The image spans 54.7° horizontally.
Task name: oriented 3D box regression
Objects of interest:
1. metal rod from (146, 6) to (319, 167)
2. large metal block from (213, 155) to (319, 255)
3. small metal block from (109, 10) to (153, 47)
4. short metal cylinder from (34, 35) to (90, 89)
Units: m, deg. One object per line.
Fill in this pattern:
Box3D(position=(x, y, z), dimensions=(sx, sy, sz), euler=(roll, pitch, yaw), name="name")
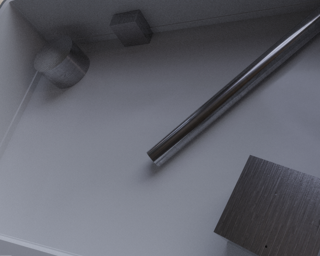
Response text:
Box3D(position=(0.106, -0.058, 0.384), dimensions=(0.300, 0.025, 0.025), euler=(-40, 51, 0), name="metal rod")
Box3D(position=(0.108, 0.081, 0.283), dimensions=(0.080, 0.050, 0.080), euler=(19, 72, 35), name="large metal block")
Box3D(position=(-0.047, -0.164, 0.513), dimensions=(0.050, 0.050, 0.025), euler=(1, 62, 28), name="small metal block")
Box3D(position=(-0.173, -0.117, 0.550), dimensions=(0.080, 0.050, 0.080), euler=(-13, 56, 20), name="short metal cylinder")
